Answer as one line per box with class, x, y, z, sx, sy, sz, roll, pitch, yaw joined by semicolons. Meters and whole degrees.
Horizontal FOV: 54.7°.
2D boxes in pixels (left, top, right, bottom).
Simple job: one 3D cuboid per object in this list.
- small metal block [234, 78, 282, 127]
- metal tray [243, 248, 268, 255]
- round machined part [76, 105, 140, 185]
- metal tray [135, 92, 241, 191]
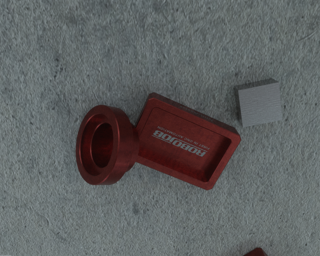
small metal block;0.126;-0.033;0.399;0.050;0.025;0.050;-11;110;4
metal tray;0.136;0.263;0.505;0.130;0.030;0.090;-37;106;12
round machined part;-0.063;0.022;0.389;0.042;0.098;0.097;10;115;-42
metal tray;0.029;0.019;0.414;0.131;0.030;0.089;23;108;-9
